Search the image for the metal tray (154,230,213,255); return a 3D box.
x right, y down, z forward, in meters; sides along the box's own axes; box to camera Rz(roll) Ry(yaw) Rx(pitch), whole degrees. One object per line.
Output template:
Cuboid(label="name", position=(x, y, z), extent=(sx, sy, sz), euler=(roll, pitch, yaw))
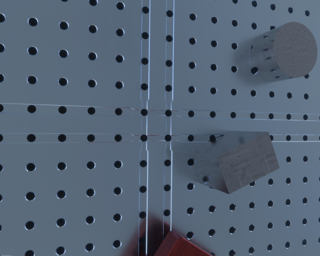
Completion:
Cuboid(label="metal tray", position=(0.044, 0.203, 0.394), extent=(0.130, 0.030, 0.090), euler=(37, 78, -16))

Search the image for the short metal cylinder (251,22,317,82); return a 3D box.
Cuboid(label="short metal cylinder", position=(0.187, -0.113, 0.468), extent=(0.081, 0.050, 0.079), euler=(0, 90, -20))

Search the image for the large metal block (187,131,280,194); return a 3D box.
Cuboid(label="large metal block", position=(0.096, 0.042, 0.419), extent=(0.081, 0.080, 0.050), euler=(-22, 98, -19))
